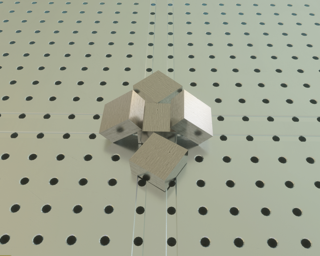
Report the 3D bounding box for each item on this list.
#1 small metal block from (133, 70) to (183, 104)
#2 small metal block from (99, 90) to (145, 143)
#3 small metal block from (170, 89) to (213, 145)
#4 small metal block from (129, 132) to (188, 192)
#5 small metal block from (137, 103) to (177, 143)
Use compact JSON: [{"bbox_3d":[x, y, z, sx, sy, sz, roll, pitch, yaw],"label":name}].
[{"bbox_3d":[-0.003,-0.052,0.452,0.050,0.025,0.050,-36,58,-27],"label":"small metal block"},{"bbox_3d":[-0.049,-0.015,0.404,0.050,0.025,0.050,-23,44,29],"label":"small metal block"},{"bbox_3d":[0.041,-0.014,0.402,0.050,0.025,0.050,30,43,-28],"label":"small metal block"},{"bbox_3d":[-0.001,0.040,0.374,0.050,0.025,0.050,27,55,22],"label":"small metal block"},{"bbox_3d":[-0.003,-0.006,0.413,0.050,0.025,0.050,1,49,1],"label":"small metal block"}]
